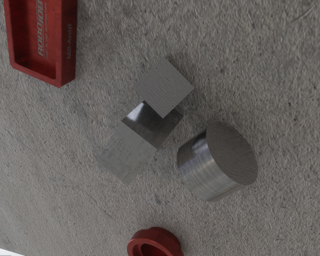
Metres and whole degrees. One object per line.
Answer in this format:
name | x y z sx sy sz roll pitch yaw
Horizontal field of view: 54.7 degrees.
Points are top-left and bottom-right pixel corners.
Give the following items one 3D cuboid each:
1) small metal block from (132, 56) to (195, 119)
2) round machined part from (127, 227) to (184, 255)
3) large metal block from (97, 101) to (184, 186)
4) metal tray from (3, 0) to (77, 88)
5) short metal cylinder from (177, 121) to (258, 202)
small metal block | 0.004 -0.047 0.361 0.050 0.025 0.050 -44 94 8
round machined part | -0.003 0.208 0.526 0.098 0.042 0.097 13 124 21
large metal block | -0.024 0.013 0.392 0.050 0.080 0.080 38 129 2
metal tray | -0.156 -0.128 0.406 0.090 0.030 0.129 23 127 13
short metal cylinder | 0.067 0.039 0.360 0.080 0.080 0.050 46 129 -4
